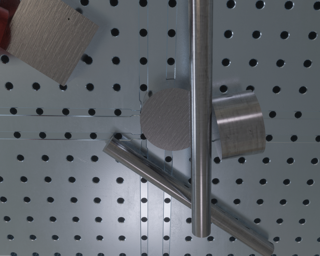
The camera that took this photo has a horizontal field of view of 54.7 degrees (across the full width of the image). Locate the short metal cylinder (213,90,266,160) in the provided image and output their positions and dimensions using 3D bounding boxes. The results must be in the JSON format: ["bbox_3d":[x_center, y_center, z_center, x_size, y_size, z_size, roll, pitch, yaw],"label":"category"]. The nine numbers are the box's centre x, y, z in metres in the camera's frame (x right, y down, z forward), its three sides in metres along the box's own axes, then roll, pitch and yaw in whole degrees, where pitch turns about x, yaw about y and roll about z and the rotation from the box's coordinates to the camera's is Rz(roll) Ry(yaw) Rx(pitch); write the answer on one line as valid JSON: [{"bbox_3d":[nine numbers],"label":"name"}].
[{"bbox_3d":[0.093,-0.004,0.383,0.050,0.080,0.079,-11,110,4],"label":"short metal cylinder"}]

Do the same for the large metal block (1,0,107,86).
[{"bbox_3d":[-0.121,-0.108,0.359,0.080,0.050,0.080,33,107,-12],"label":"large metal block"}]

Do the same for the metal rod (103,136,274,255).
[{"bbox_3d":[0.049,0.106,0.452,0.301,0.025,0.025,35,106,-12],"label":"metal rod"}]

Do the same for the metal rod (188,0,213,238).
[{"bbox_3d":[0.048,-0.002,0.359,0.025,0.025,0.298,-3,110,1],"label":"metal rod"}]

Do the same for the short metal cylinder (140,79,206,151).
[{"bbox_3d":[0.016,-0.018,0.394,0.081,0.050,0.079,0,110,0],"label":"short metal cylinder"}]

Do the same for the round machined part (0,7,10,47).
[{"bbox_3d":[-0.200,-0.107,0.340,0.042,0.098,0.097,19,112,-37],"label":"round machined part"}]
